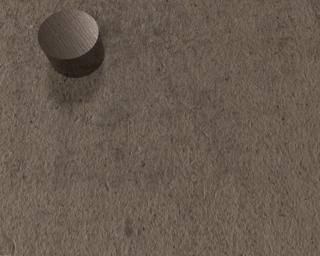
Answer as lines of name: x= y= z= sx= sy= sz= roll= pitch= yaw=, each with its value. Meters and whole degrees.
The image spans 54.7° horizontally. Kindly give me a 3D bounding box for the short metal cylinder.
short metal cylinder: x=-0.123 y=-0.118 z=0.436 sx=0.081 sy=0.050 sz=0.080 roll=0 pitch=70 yaw=0
